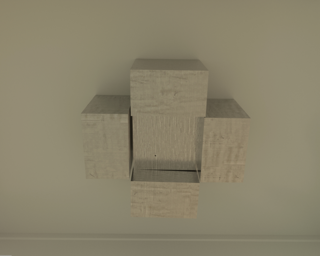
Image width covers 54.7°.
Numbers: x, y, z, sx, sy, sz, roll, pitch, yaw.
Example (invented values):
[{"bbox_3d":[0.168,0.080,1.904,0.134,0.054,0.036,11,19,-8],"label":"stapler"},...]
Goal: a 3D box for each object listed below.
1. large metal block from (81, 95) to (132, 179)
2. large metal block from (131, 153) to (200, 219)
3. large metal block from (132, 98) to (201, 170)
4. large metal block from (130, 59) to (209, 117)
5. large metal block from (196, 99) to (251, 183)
[{"bbox_3d":[-0.060,0.008,0.383,0.050,0.080,0.079,1,110,0],"label":"large metal block"},{"bbox_3d":[0.005,0.072,0.407,0.081,0.080,0.050,2,110,-1],"label":"large metal block"},{"bbox_3d":[0.008,0.006,0.398,0.081,0.050,0.079,1,110,-1],"label":"large metal block"},{"bbox_3d":[0.009,-0.050,0.362,0.081,0.080,0.050,1,110,-1],"label":"large metal block"},{"bbox_3d":[0.073,0.013,0.386,0.050,0.080,0.079,1,110,0],"label":"large metal block"}]
